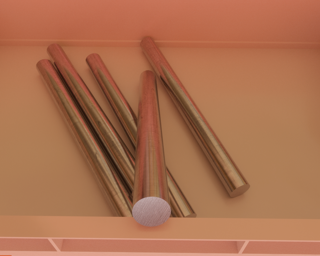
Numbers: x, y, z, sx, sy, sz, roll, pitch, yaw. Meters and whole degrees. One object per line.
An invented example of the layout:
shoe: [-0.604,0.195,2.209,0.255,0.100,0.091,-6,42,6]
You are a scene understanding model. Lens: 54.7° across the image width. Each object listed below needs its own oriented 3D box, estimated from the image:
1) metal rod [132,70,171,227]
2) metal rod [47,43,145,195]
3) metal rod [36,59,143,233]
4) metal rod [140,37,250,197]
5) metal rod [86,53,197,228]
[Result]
metal rod: [-0.012,-0.011,0.336,0.025,0.025,0.300,-2,26,-2]
metal rod: [-0.097,-0.030,0.429,0.025,0.025,0.300,-25,54,-19]
metal rod: [-0.104,0.001,0.402,0.025,0.025,0.300,-25,54,-19]
metal rod: [0.034,-0.036,0.435,0.025,0.025,0.300,-17,52,-14]
metal rod: [-0.040,-0.006,0.409,0.025,0.025,0.300,-21,53,-17]
